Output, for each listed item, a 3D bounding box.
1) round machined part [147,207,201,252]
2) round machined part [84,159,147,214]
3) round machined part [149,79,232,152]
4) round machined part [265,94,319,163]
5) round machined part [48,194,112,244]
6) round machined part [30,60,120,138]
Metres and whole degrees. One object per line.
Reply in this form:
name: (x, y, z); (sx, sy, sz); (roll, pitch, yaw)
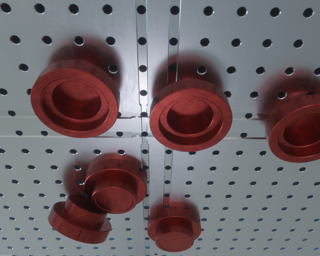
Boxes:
round machined part: (0.026, 0.189, 0.561); (0.099, 0.042, 0.097); (0, 130, 0)
round machined part: (-0.069, 0.097, 0.482); (0.099, 0.042, 0.097); (0, 130, 0)
round machined part: (0.037, -0.019, 0.384); (0.099, 0.042, 0.097); (0, 130, 0)
round machined part: (0.185, -0.004, 0.399); (0.099, 0.042, 0.097); (0, 130, 0)
round machined part: (-0.122, 0.139, 0.494); (0.098, 0.098, 0.042); (24, 90, -19)
round machined part: (-0.096, -0.038, 0.368); (0.099, 0.042, 0.097); (0, 130, 0)
